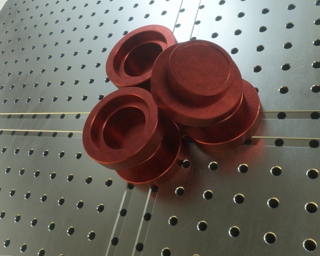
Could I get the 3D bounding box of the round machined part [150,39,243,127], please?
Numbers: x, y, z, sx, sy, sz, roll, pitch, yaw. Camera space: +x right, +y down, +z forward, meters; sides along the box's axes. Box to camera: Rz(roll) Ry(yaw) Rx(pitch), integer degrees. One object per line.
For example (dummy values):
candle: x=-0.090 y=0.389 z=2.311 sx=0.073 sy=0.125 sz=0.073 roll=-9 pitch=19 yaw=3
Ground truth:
round machined part: x=0.040 y=-0.054 z=0.328 sx=0.099 sy=0.042 sz=0.098 roll=3 pitch=65 yaw=-6

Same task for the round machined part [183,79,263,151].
round machined part: x=0.071 y=-0.024 z=0.376 sx=0.098 sy=0.042 sz=0.098 roll=-13 pitch=56 yaw=21

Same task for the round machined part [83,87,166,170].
round machined part: x=-0.037 y=0.004 z=0.361 sx=0.098 sy=0.042 sz=0.098 roll=-13 pitch=56 yaw=21

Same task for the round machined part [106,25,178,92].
round machined part: x=-0.018 y=-0.083 z=0.404 sx=0.098 sy=0.042 sz=0.098 roll=-13 pitch=56 yaw=21

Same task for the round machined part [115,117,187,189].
round machined part: x=-0.019 y=0.024 z=0.395 sx=0.098 sy=0.042 sz=0.098 roll=-13 pitch=56 yaw=21

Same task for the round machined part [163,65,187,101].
round machined part: x=0.002 y=-0.063 z=0.437 sx=0.098 sy=0.042 sz=0.098 roll=-13 pitch=56 yaw=21
